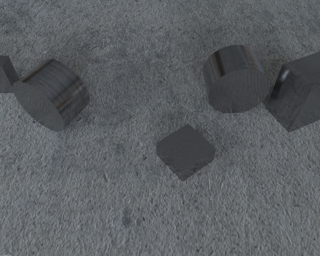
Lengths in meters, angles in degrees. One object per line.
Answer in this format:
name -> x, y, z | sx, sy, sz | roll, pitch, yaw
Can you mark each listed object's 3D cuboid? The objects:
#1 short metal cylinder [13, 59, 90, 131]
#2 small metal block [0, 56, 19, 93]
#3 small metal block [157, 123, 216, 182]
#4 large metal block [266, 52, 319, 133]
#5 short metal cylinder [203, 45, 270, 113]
short metal cylinder -> -0.140, -0.042, 0.402 | 0.080, 0.080, 0.050 | 24, 54, 19
small metal block -> -0.241, -0.078, 0.451 | 0.050, 0.050, 0.025 | 1, 50, 1
small metal block -> 0.031, 0.029, 0.379 | 0.050, 0.025, 0.050 | -31, 57, -23
large metal block -> 0.199, -0.050, 0.411 | 0.081, 0.080, 0.050 | -20, 53, -16
short metal cylinder -> 0.102, -0.065, 0.423 | 0.081, 0.080, 0.050 | -3, 50, -3
